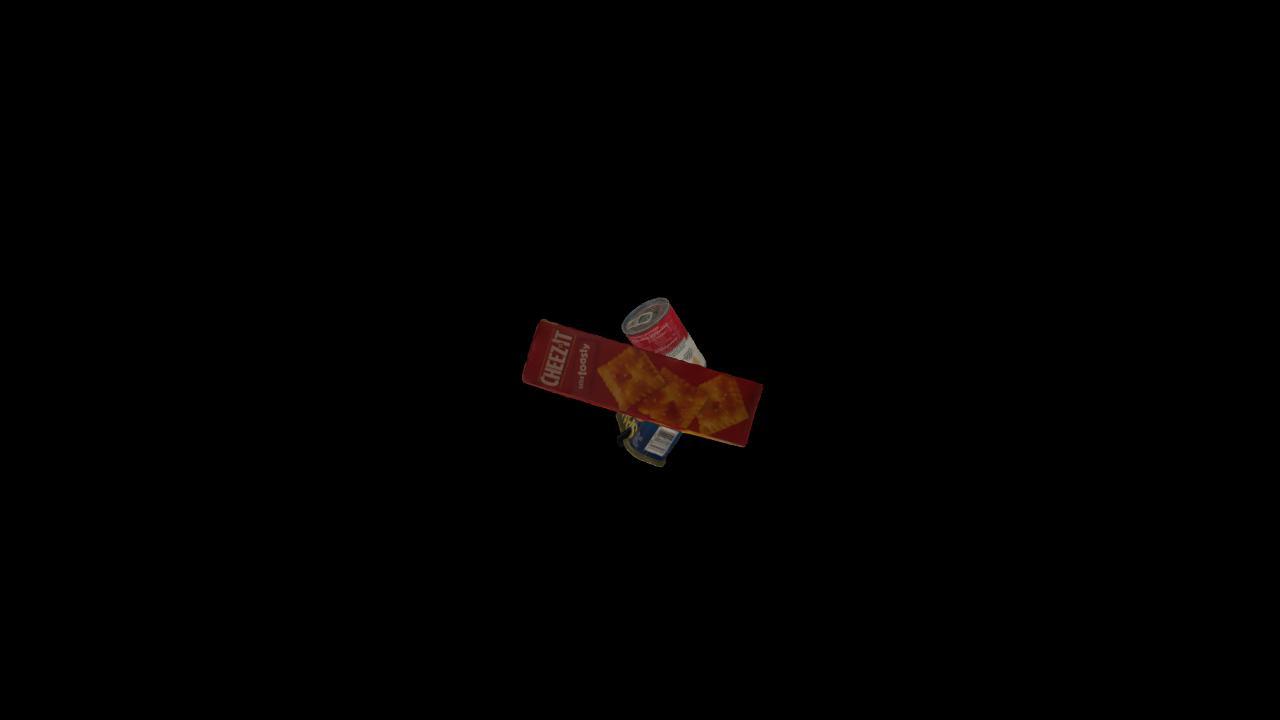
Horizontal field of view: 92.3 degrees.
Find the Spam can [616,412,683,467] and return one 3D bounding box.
[{"bbox_3d":[0.021,0.064,0.748,0.058,0.085,0.101,25,20,-23],"label":"Spam can"}]

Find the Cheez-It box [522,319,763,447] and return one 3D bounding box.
[{"bbox_3d":[-0.001,0.025,0.649,0.223,0.071,0.166,17,-4,-2],"label":"Cheez-It box"}]

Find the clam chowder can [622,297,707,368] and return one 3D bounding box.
[{"bbox_3d":[0.032,-0.018,0.769,0.068,0.102,0.068,-26,29,16],"label":"clam chowder can"}]

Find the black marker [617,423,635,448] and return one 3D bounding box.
[{"bbox_3d":[0.017,0.064,0.722,0.121,0.020,0.020,-42,-17,19],"label":"black marker"}]
